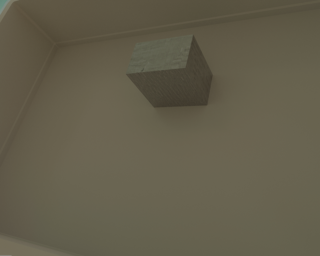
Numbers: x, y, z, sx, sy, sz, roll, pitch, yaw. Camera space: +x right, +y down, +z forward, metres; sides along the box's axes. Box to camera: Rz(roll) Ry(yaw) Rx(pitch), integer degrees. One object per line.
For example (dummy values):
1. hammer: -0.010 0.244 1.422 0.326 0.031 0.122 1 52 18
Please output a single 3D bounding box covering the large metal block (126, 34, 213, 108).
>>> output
1. large metal block: 0.015 -0.070 0.406 0.080 0.080 0.050 0 62 28
